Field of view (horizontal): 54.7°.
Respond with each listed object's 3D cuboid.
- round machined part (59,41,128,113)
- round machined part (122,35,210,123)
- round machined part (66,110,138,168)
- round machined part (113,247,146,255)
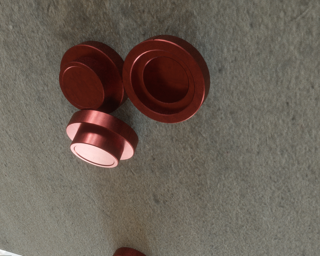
[{"bbox_3d":[-0.091,-0.060,0.405,0.098,0.042,0.097,13,124,20],"label":"round machined part"},{"bbox_3d":[0.010,-0.058,0.354,0.098,0.042,0.097,13,124,20],"label":"round machined part"},{"bbox_3d":[-0.083,0.021,0.425,0.098,0.042,0.098,13,150,8],"label":"round machined part"},{"bbox_3d":[-0.056,0.282,0.597,0.098,0.042,0.097,13,124,20],"label":"round machined part"}]
